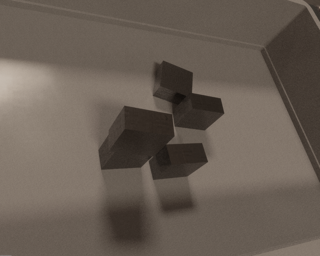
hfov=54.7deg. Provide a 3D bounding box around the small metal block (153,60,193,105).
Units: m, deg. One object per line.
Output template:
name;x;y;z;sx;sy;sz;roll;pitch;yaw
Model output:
small metal block;0.020;-0.065;0.458;0.050;0.025;0.050;19;54;-18

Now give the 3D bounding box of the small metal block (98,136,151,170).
small metal block;-0.038;0.026;0.355;0.050;0.050;0.025;1;62;-28

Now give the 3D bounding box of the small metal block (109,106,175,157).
small metal block;-0.020;0.005;0.313;0.050;0.050;0.025;9;58;-24

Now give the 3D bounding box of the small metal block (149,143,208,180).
small metal block;0.021;0.041;0.378;0.050;0.050;0.025;-1;62;-29

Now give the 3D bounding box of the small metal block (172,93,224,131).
small metal block;0.053;-0.022;0.433;0.050;0.050;0.025;7;59;-25
